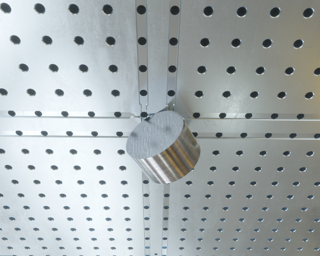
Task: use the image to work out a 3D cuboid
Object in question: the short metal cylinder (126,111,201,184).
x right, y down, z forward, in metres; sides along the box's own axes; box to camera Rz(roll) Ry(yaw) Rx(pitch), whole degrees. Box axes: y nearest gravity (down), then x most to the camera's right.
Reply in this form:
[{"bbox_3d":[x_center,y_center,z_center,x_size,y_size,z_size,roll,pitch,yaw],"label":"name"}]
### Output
[{"bbox_3d":[0.004,0.024,0.394,0.080,0.080,0.050,-22,126,18],"label":"short metal cylinder"}]
